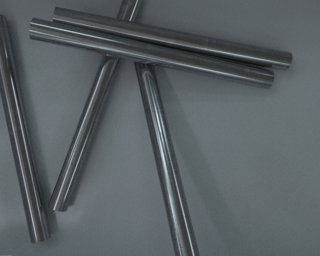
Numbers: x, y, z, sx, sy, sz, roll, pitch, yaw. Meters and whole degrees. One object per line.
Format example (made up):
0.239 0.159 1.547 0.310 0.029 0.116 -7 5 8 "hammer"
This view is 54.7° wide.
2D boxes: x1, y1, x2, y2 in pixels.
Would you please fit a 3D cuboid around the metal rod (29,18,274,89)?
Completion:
0.000 -0.089 0.385 0.302 0.025 0.025 10 90 -11 "metal rod"

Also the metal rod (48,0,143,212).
-0.085 -0.035 0.410 0.025 0.025 0.299 20 90 -1 "metal rod"

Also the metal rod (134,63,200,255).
0.006 0.035 0.361 0.025 0.025 0.299 -13 70 0 "metal rod"

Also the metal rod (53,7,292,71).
0.022 -0.111 0.394 0.302 0.025 0.025 9 90 -8 "metal rod"

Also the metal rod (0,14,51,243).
-0.187 0.001 0.408 0.025 0.025 0.298 -12 90 0 "metal rod"
